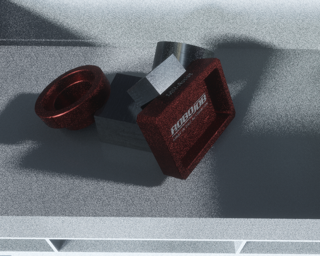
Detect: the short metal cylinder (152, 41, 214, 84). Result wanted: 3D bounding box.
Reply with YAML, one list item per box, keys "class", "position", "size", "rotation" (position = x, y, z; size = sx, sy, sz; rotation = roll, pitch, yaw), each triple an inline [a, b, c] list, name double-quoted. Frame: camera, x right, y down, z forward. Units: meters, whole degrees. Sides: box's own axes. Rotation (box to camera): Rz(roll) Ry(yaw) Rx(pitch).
- class: "short metal cylinder"
  position: [0.031, -0.085, 0.431]
  size: [0.080, 0.080, 0.050]
  rotation: [13, 95, 10]

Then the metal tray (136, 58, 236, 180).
- class: "metal tray"
  position: [0.038, -0.014, 0.372]
  size: [0.030, 0.090, 0.131]
  rotation: [8, 44, 43]

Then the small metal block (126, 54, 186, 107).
- class: "small metal block"
  position: [-0.005, -0.055, 0.366]
  size: [0.025, 0.050, 0.050]
  rotation: [51, 59, -10]

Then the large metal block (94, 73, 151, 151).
- class: "large metal block"
  position: [-0.029, -0.021, 0.404]
  size: [0.080, 0.050, 0.080]
  rotation: [11, 51, 9]

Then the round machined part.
- class: "round machined part"
  position: [-0.108, -0.035, 0.405]
  size: [0.098, 0.042, 0.098]
  rotation: [-16, 42, 15]
